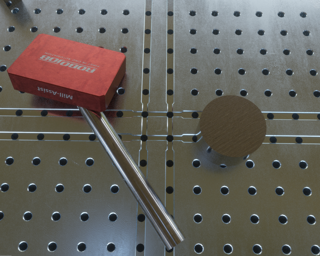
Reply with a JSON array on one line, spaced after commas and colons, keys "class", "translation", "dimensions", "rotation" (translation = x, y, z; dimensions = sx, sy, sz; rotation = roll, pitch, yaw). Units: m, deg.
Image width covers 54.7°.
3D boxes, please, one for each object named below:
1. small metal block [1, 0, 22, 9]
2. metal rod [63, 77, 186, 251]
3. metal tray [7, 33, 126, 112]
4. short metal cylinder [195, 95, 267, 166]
[{"class": "small metal block", "translation": [-0.249, -0.222, 0.478], "dimensions": [0.050, 0.050, 0.025], "rotation": [42, 76, 14]}, {"class": "metal rod", "translation": [-0.063, 0.019, 0.404], "dimensions": [0.025, 0.025, 0.299], "rotation": [-32, 73, -11]}, {"class": "metal tray", "translation": [-0.122, -0.078, 0.421], "dimensions": [0.131, 0.030, 0.090], "rotation": [15, 52, 5]}, {"class": "short metal cylinder", "translation": [0.088, 0.005, 0.397], "dimensions": [0.081, 0.050, 0.080], "rotation": [0, 70, 0]}]
